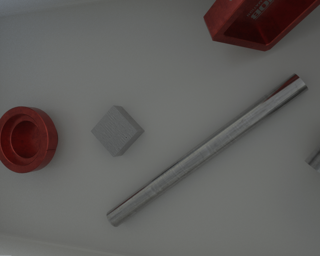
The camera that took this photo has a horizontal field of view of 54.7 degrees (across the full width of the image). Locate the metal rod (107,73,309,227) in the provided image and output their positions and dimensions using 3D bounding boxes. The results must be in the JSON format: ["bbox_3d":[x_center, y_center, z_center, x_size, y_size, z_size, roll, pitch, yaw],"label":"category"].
[{"bbox_3d":[0.048,0.037,0.393,0.300,0.025,0.025,-38,78,15],"label":"metal rod"}]

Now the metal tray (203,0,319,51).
[{"bbox_3d":[0.116,-0.134,0.303,0.129,0.091,0.030,-46,52,48],"label":"metal tray"}]

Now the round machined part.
[{"bbox_3d":[-0.196,0.017,0.469,0.098,0.042,0.097,0,90,19],"label":"round machined part"}]

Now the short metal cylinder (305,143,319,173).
[{"bbox_3d":[0.198,0.040,0.312,0.080,0.080,0.050,39,102,15],"label":"short metal cylinder"}]

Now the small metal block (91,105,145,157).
[{"bbox_3d":[-0.059,0.004,0.430,0.050,0.025,0.050,46,104,14],"label":"small metal block"}]
